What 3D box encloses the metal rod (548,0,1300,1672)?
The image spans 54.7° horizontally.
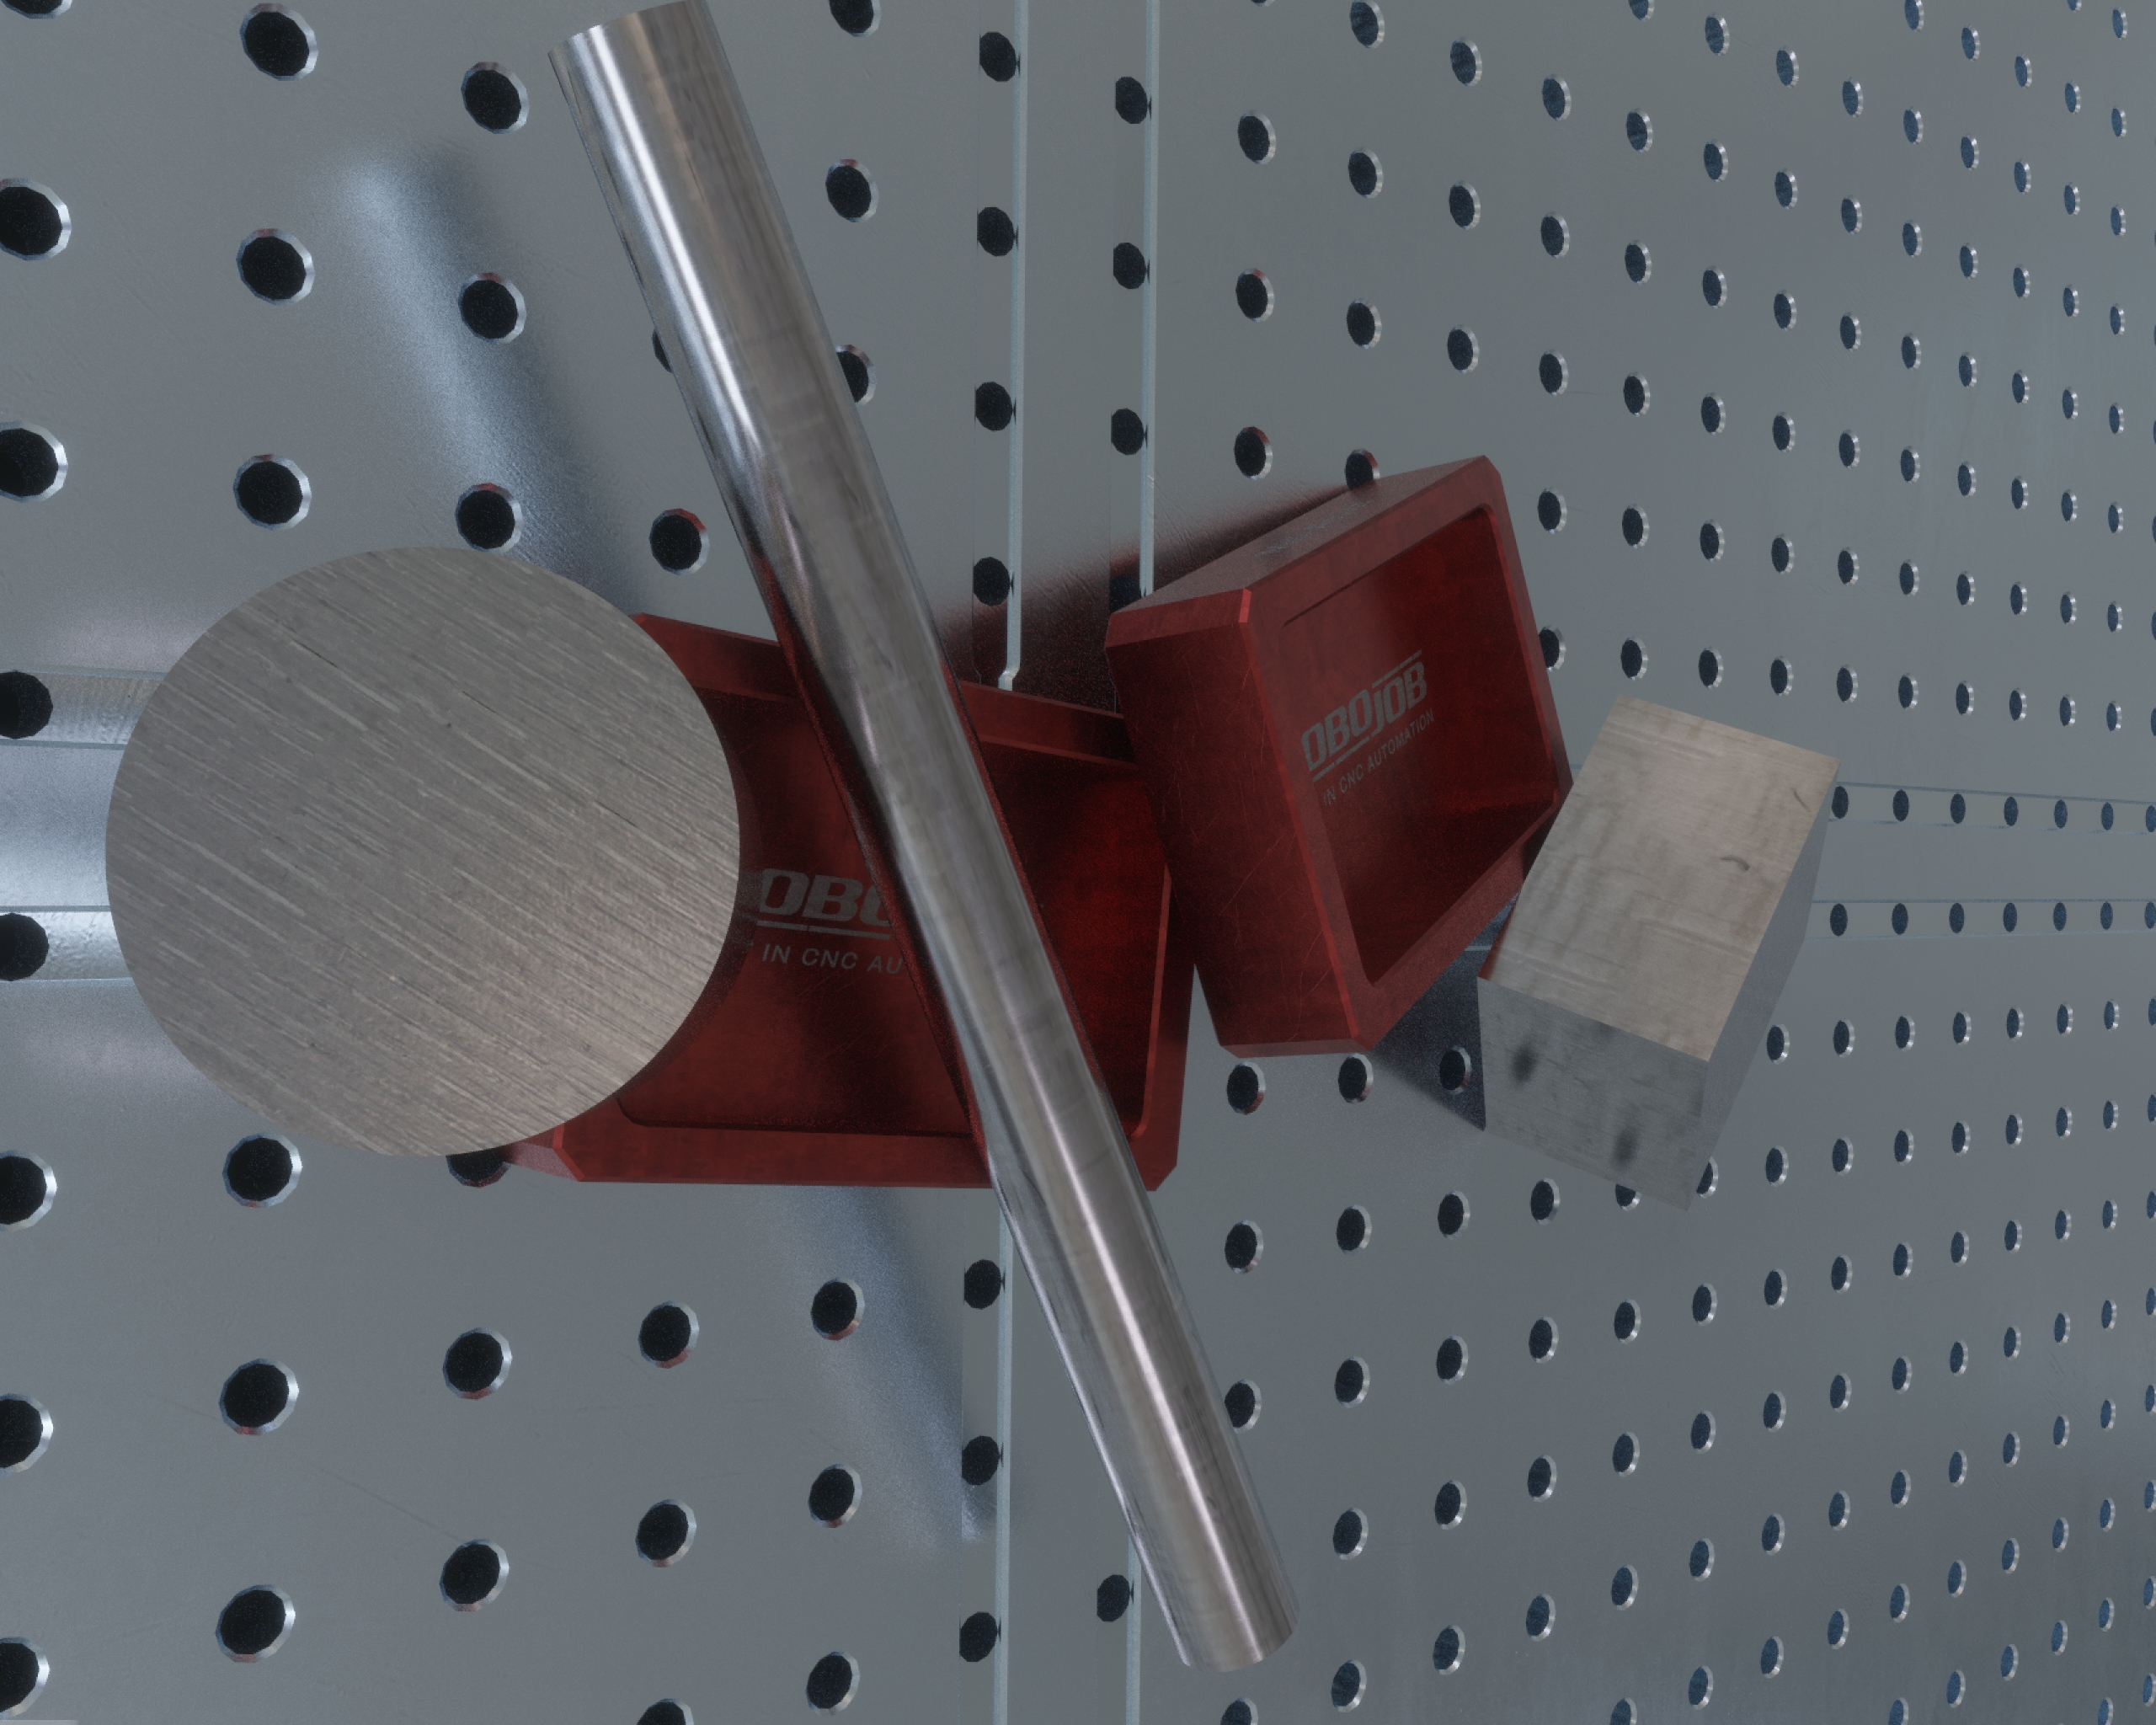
[{"bbox_3d":[-0.019,0.010,0.354,0.025,0.025,0.298,-32,110,-36],"label":"metal rod"}]

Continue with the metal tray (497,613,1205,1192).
[{"bbox_3d":[-0.036,0.012,0.375,0.131,0.030,0.089,9,85,-40],"label":"metal tray"}]

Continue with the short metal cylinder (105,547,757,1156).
[{"bbox_3d":[-0.087,0.000,0.296,0.081,0.050,0.080,0,86,-5],"label":"short metal cylinder"}]

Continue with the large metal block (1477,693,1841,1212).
[{"bbox_3d":[0.133,0.022,0.481,0.080,0.050,0.080,-59,154,-23],"label":"large metal block"}]

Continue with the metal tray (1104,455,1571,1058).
[{"bbox_3d":[0.061,-0.026,0.432,0.131,0.030,0.089,-35,113,-52],"label":"metal tray"}]
